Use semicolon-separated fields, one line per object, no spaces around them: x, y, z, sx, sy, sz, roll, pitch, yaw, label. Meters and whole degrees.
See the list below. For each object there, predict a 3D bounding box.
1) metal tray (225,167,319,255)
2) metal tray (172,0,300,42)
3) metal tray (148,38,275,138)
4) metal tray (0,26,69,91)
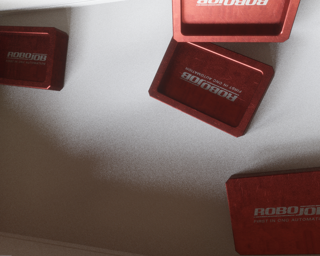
0.148;0.095;0.356;0.130;0.030;0.089;-9;87;19;metal tray
0.079;-0.139;0.333;0.131;0.090;0.030;2;50;5;metal tray
0.061;-0.055;0.385;0.130;0.030;0.090;27;99;17;metal tray
-0.209;-0.109;0.479;0.130;0.030;0.089;8;93;19;metal tray
